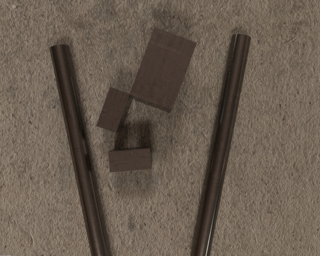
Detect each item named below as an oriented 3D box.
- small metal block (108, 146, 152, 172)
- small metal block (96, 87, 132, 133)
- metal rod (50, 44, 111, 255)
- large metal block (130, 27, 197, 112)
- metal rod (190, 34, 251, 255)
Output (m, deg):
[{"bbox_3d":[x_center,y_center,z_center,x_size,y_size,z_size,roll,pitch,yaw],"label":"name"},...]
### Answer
[{"bbox_3d":[-0.036,0.039,0.397,0.050,0.050,0.025,-5,90,-1],"label":"small metal block"},{"bbox_3d":[-0.057,-0.022,0.397,0.025,0.050,0.050,19,90,0],"label":"small metal block"},{"bbox_3d":[-0.103,0.040,0.408,0.025,0.025,0.298,-11,90,0],"label":"metal rod"},{"bbox_3d":[0.004,-0.066,0.383,0.050,0.080,0.080,20,90,0],"label":"large metal block"},{"bbox_3d":[0.080,0.026,0.411,0.025,0.025,0.298,11,90,-1],"label":"metal rod"}]
